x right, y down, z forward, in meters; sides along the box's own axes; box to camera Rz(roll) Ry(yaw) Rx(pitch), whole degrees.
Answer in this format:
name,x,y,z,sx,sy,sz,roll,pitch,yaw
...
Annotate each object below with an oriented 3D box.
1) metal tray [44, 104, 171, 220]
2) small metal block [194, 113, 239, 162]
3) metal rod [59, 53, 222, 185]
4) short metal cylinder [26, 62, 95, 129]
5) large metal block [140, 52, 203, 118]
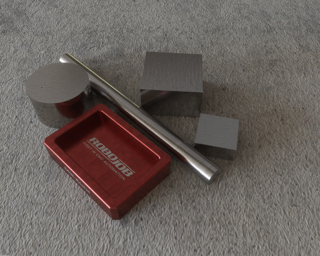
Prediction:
name,x,y,z,sx,sy,sz,roll,pitch,yaw
metal tray,-0.063,0.034,0.372,0.130,0.030,0.090,37,59,26
small metal block,0.072,0.011,0.397,0.050,0.025,0.050,10,51,8
metal rod,-0.043,-0.026,0.425,0.300,0.025,0.025,38,59,27
short metal cylinder,-0.134,-0.045,0.424,0.081,0.050,0.080,0,50,0
large metal block,0.017,-0.062,0.441,0.080,0.050,0.080,3,50,2
